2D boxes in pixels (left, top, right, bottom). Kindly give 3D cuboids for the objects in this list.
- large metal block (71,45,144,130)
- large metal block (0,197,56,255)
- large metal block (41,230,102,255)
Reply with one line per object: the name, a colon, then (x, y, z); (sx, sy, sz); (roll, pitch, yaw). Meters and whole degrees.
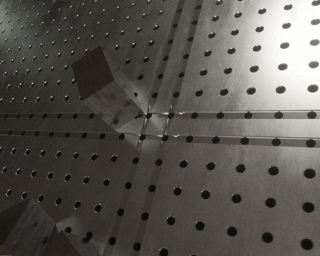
large metal block: (-0.075, -0.056, 0.445); (0.050, 0.080, 0.080); (-32, 52, 8)
large metal block: (-0.189, 0.143, 0.380); (0.080, 0.050, 0.080); (-26, 22, 12)
large metal block: (-0.098, 0.174, 0.335); (0.080, 0.050, 0.080); (32, 79, 37)
